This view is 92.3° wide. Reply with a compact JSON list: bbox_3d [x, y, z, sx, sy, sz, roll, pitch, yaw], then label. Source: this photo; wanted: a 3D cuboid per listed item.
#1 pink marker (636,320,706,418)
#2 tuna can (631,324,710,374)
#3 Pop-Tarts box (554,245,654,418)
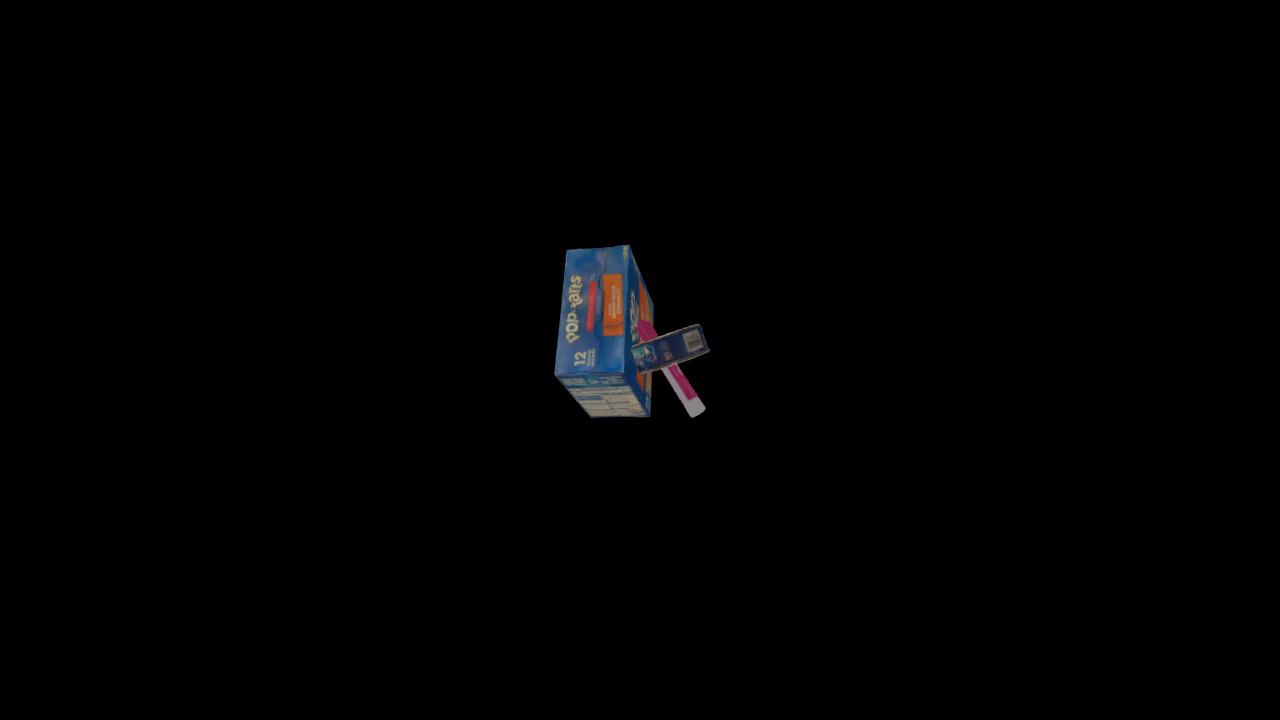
[{"bbox_3d":[0.031,0.007,0.663,0.020,0.121,0.020,-29,-16,-9],"label":"pink marker"},{"bbox_3d":[0.033,-0.013,0.685,0.084,0.034,0.084,-19,2,1],"label":"tuna can"},{"bbox_3d":[-0.037,-0.030,0.750,0.083,0.167,0.141,-5,-27,13],"label":"Pop-Tarts box"}]
